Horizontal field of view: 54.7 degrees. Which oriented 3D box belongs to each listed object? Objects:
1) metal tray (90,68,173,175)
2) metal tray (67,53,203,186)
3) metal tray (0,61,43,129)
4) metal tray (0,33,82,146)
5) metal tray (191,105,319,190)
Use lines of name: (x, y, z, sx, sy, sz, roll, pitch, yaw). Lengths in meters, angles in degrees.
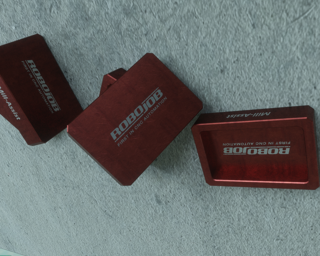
metal tray: (-0.044, -0.004, 0.418, 0.090, 0.030, 0.129, 33, 129, 13)
metal tray: (-0.026, -0.011, 0.350, 0.090, 0.130, 0.030, 45, 163, -3)
metal tray: (-0.229, -0.051, 0.493, 0.130, 0.030, 0.090, 42, 129, -1)
metal tray: (-0.170, -0.053, 0.421, 0.030, 0.090, 0.129, -12, 112, 33)
metal tray: (0.110, 0.025, 0.360, 0.130, 0.030, 0.090, -4, 117, 30)
